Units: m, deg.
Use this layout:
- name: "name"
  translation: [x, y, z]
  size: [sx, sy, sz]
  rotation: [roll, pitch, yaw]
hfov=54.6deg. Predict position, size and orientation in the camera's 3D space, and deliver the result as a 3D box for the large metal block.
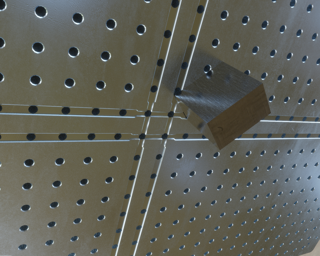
- name: "large metal block"
  translation: [0.079, -0.031, 0.399]
  size: [0.080, 0.080, 0.050]
  rotation: [-35, 129, -5]
